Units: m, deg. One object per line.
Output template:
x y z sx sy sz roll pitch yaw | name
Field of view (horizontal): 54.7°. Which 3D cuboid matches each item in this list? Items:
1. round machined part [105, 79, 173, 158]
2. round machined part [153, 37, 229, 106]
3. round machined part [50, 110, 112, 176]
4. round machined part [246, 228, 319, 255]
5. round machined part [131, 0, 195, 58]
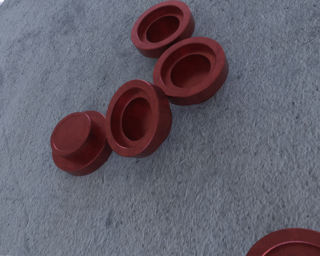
-0.023 -0.010 0.396 0.098 0.042 0.098 -10 74 41 | round machined part
0.043 -0.070 0.413 0.098 0.042 0.098 -13 56 21 | round machined part
-0.116 0.016 0.445 0.098 0.042 0.098 -13 56 21 | round machined part
0.116 0.135 0.249 0.098 0.042 0.098 -13 56 21 | round machined part
0.008 -0.146 0.478 0.098 0.042 0.098 -13 56 21 | round machined part
